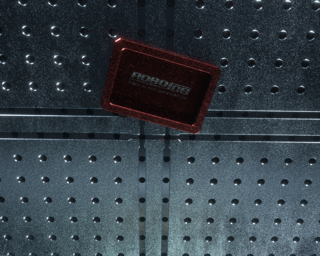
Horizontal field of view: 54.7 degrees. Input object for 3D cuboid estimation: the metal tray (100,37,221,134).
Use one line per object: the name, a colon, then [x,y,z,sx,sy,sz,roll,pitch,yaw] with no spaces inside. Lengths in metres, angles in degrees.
metal tray: [0.000,-0.053,0.391,0.131,0.030,0.089,15,109,-6]
